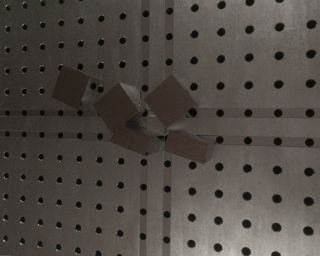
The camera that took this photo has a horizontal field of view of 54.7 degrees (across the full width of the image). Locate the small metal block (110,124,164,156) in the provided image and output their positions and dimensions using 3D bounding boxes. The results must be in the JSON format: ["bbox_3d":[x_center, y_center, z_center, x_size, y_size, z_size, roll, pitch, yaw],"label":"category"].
[{"bbox_3d":[-0.029,0.014,0.409,0.050,0.050,0.025,20,97,18],"label":"small metal block"}]

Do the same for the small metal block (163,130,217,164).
[{"bbox_3d":[0.039,0.022,0.385,0.050,0.050,0.025,18,96,19],"label":"small metal block"}]

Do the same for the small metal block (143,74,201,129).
[{"bbox_3d":[0.016,-0.034,0.406,0.050,0.025,0.050,-41,78,15],"label":"small metal block"}]

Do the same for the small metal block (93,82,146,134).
[{"bbox_3d":[-0.056,-0.027,0.431,0.050,0.025,0.050,-38,78,15],"label":"small metal block"}]

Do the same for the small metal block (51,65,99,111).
[{"bbox_3d":[-0.124,-0.058,0.455,0.050,0.025,0.050,24,98,18],"label":"small metal block"}]
